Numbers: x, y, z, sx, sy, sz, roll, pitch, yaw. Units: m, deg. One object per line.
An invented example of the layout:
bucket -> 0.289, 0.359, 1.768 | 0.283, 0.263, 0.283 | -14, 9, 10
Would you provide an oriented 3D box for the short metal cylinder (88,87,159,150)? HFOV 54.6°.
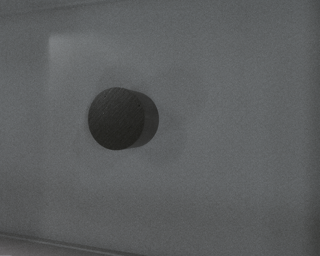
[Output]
short metal cylinder -> -0.048, -0.012, 0.415 | 0.080, 0.050, 0.080 | 0, 90, 20
